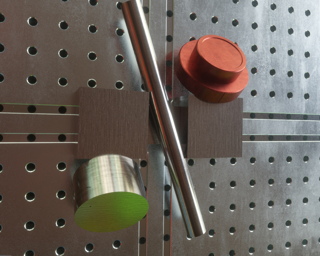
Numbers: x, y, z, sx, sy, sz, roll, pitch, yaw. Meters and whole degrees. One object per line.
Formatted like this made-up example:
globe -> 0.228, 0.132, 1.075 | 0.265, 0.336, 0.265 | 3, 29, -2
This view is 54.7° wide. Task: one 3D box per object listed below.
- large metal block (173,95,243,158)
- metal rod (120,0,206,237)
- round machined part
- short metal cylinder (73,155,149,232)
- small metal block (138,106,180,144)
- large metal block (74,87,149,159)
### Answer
large metal block -> 0.064, -0.001, 0.424 | 0.081, 0.050, 0.080 | 1, 90, -20
metal rod -> 0.006, -0.007, 0.387 | 0.025, 0.025, 0.298 | -18, 96, -19
round machined part -> 0.072, -0.083, 0.404 | 0.099, 0.042, 0.098 | 10, 52, -13
short metal cylinder -> -0.057, 0.076, 0.356 | 0.081, 0.050, 0.080 | -10, 135, -9
small metal block -> -0.002, -0.004, 0.412 | 0.050, 0.025, 0.050 | 1, 90, -20
large metal block -> -0.060, -0.005, 0.378 | 0.081, 0.050, 0.080 | 2, 89, -20
